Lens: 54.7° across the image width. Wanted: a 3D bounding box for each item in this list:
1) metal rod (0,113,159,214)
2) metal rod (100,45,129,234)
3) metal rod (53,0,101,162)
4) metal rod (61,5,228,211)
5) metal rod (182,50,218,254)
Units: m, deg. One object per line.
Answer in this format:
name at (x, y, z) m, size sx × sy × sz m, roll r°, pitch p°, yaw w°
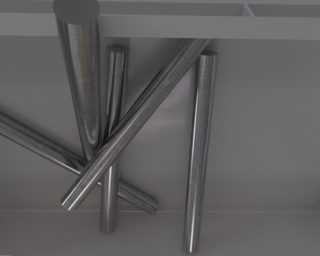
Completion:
metal rod at (-0.120, 0.056, 0.455) m, size 0.301 × 0.025 × 0.025 m, roll 35°, pitch 122°, yaw -27°
metal rod at (-0.065, 0.037, 0.417) m, size 0.025 × 0.025 × 0.298 m, roll 6°, pitch 123°, yaw -5°
metal rod at (-0.071, -0.013, 0.308) m, size 0.025 × 0.025 × 0.299 m, roll 8°, pitch 158°, yaw -7°
metal rod at (-0.031, -0.008, 0.362) m, size 0.025 × 0.025 × 0.299 m, roll 31°, pitch 112°, yaw -23°
metal rod at (0.049, 0.050, 0.407) m, size 0.025 × 0.025 × 0.298 m, roll 1°, pitch 117°, yaw -1°
